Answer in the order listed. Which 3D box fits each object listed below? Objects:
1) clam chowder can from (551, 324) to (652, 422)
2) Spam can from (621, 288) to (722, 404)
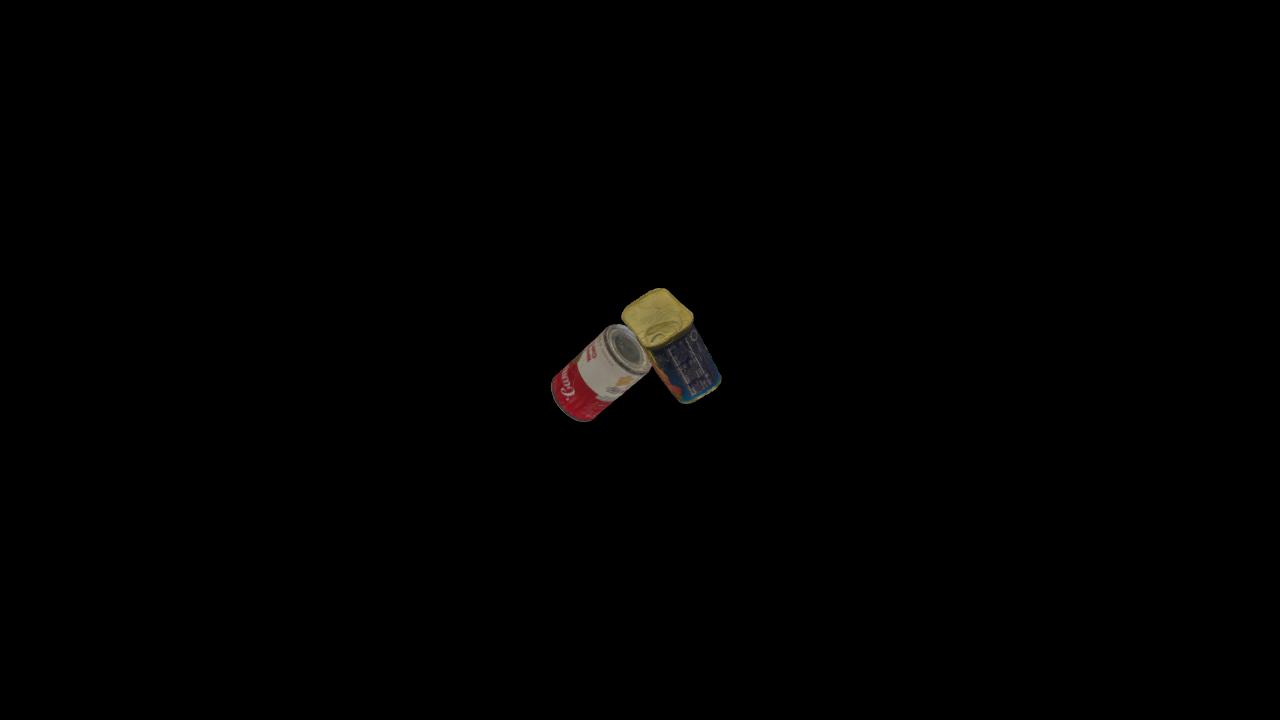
[{"bbox_3d":[-0.043,0.015,0.683,0.102,0.068,0.068,-40,-24,31],"label":"clam chowder can"},{"bbox_3d":[0.033,-0.015,0.638,0.058,0.085,0.101,-33,33,-2],"label":"Spam can"}]
